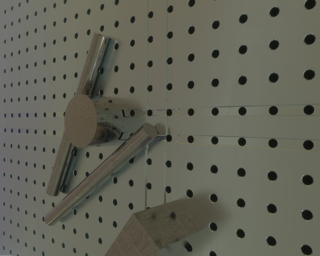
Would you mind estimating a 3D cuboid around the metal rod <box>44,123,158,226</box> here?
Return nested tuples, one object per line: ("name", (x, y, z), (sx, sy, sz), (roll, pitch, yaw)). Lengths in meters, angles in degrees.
("metal rod", (-0.108, 0.087, 0.498), (0.299, 0.025, 0.025), (-41, 65, 32))

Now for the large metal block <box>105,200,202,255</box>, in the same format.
("large metal block", (-0.009, 0.142, 0.381), (0.050, 0.081, 0.080), (46, 118, 30))

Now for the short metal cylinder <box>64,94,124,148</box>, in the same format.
("short metal cylinder", (-0.103, -0.011, 0.478), (0.080, 0.050, 0.079), (0, 90, 40))

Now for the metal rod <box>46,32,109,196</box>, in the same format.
("metal rod", (-0.145, -0.013, 0.528), (0.025, 0.025, 0.298), (34, 111, 34))
